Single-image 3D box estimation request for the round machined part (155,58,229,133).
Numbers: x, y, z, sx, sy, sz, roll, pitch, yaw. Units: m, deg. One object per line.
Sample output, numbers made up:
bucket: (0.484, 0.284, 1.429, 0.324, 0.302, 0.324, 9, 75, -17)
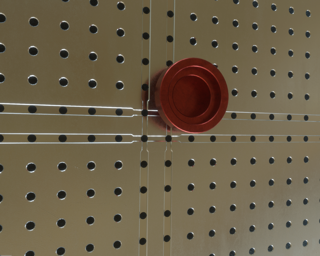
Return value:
round machined part: (0.039, -0.042, 0.418, 0.099, 0.042, 0.097, 0, 90, -20)
